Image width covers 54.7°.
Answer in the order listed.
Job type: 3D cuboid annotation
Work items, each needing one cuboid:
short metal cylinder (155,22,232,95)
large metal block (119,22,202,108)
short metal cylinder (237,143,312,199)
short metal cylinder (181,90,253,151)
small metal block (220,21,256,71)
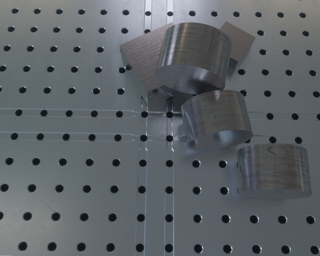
[{"bbox_3d":[0.039,-0.077,0.359,0.080,0.080,0.050,12,77,4],"label":"short metal cylinder"},{"bbox_3d":[0.000,-0.087,0.430,0.080,0.050,0.080,-27,72,-10],"label":"large metal block"},{"bbox_3d":[0.132,0.053,0.364,0.080,0.080,0.050,3,70,1],"label":"short metal cylinder"},{"bbox_3d":[0.070,-0.007,0.386,0.081,0.080,0.050,-7,70,-3],"label":"short metal cylinder"},{"bbox_3d":[0.103,-0.121,0.457,0.050,0.025,0.050,34,73,11],"label":"small metal block"}]
